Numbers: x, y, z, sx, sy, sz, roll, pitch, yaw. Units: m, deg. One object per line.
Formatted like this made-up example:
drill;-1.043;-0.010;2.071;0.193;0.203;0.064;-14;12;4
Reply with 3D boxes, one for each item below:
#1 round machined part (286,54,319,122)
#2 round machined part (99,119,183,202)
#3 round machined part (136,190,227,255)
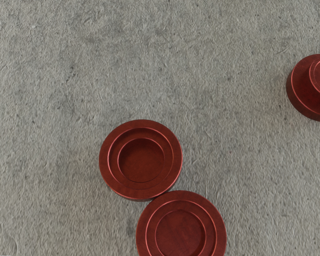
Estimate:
round machined part;0.229;-0.060;0.422;0.099;0.042;0.098;0;70;0
round machined part;-0.022;0.042;0.382;0.099;0.042;0.098;0;68;1
round machined part;0.023;0.123;0.354;0.099;0.042;0.098;0;70;0
